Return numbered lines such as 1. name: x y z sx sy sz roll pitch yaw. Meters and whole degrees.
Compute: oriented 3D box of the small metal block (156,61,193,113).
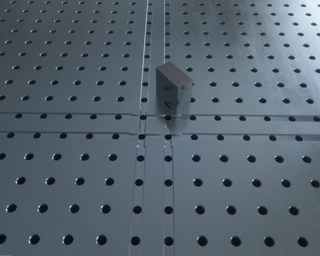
1. small metal block: 0.019 -0.058 0.440 0.025 0.050 0.050 -29 56 -22
